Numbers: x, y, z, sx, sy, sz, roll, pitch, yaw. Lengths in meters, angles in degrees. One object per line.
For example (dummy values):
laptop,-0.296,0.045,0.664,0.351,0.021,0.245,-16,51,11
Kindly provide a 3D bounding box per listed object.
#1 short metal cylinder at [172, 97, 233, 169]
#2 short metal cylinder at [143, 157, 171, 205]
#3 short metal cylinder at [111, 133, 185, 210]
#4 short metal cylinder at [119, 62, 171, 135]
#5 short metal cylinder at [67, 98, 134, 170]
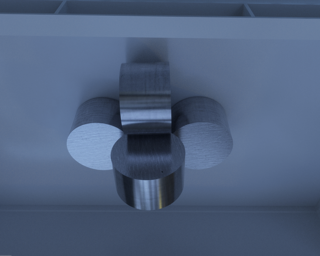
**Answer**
short metal cylinder,0.049,0.007,0.396,0.081,0.050,0.079,0,130,0
short metal cylinder,-0.012,0.066,0.426,0.050,0.080,0.079,-2,130,1
short metal cylinder,-0.012,0.045,0.350,0.080,0.080,0.050,-1,130,0
short metal cylinder,-0.014,-0.032,0.342,0.050,0.080,0.079,-2,130,1
short metal cylinder,-0.073,0.008,0.397,0.081,0.050,0.079,0,130,0
